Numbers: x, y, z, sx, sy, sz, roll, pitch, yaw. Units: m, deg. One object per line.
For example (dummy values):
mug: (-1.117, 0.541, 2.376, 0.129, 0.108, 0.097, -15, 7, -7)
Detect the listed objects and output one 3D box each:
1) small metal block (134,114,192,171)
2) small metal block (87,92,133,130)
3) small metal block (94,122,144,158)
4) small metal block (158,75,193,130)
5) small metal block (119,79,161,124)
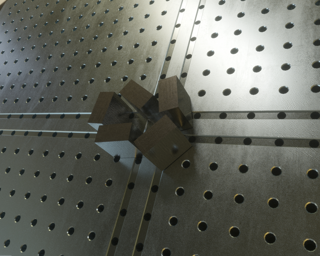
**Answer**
small metal block: (0.005, 0.019, 0.378, 0.050, 0.050, 0.025, -41, 50, 1)
small metal block: (-0.069, -0.017, 0.440, 0.025, 0.050, 0.050, 3, 64, 30)
small metal block: (-0.048, 0.018, 0.407, 0.050, 0.050, 0.025, -5, 60, 26)
small metal block: (0.020, -0.031, 0.401, 0.025, 0.050, 0.050, -15, 55, 20)
small metal block: (-0.021, -0.033, 0.425, 0.025, 0.050, 0.050, -48, 52, -4)
